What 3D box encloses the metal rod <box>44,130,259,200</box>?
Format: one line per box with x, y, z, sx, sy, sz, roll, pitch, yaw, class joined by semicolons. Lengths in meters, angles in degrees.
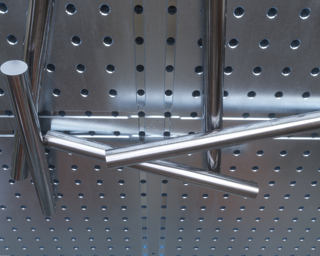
-0.008;0.053;0.435;0.302;0.025;0.025;15;129;-5;metal rod

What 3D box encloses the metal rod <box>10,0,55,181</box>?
-0.160;-0.037;0.377;0.025;0.025;0.298;16;128;-14;metal rod

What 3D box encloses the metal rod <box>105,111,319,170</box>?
0.084;0.012;0.391;0.302;0.025;0.025;-10;130;-5;metal rod

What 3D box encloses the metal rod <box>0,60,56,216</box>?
-0.168;0.039;0.419;0.025;0.025;0.298;6;137;-6;metal rod

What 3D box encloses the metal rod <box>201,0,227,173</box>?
0.066;-0.032;0.385;0.025;0.025;0.298;-5;130;3;metal rod
